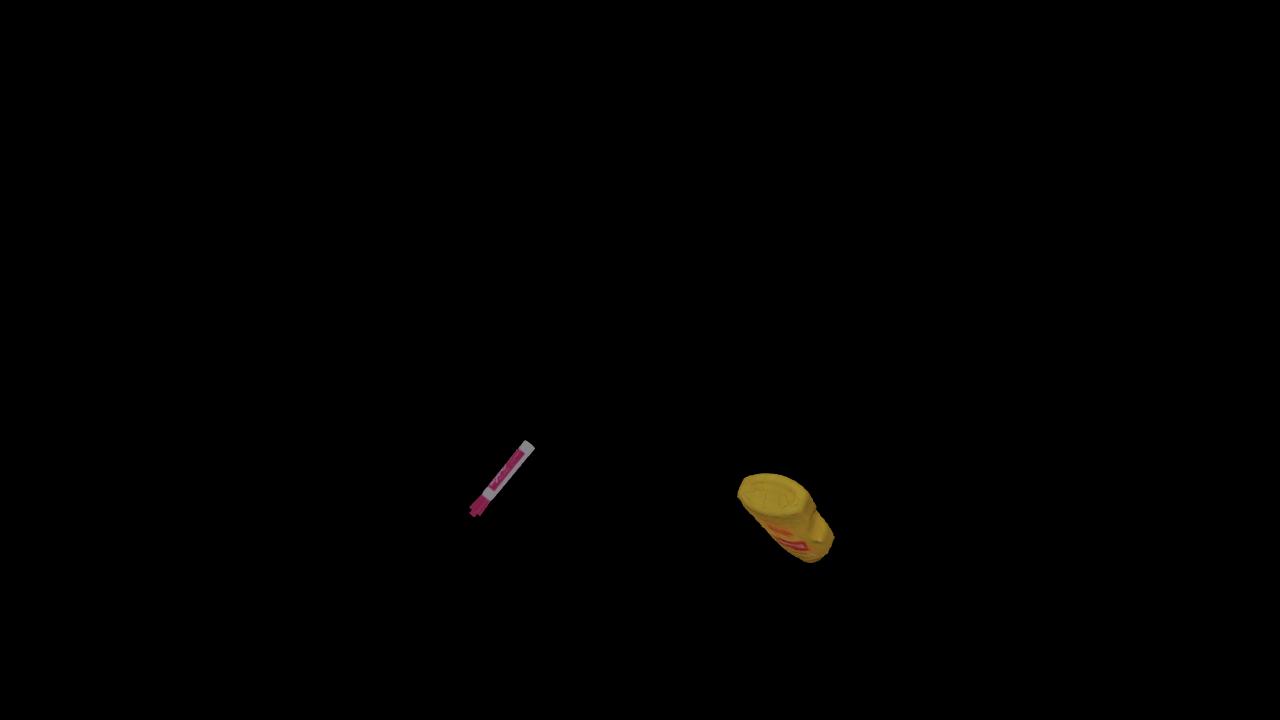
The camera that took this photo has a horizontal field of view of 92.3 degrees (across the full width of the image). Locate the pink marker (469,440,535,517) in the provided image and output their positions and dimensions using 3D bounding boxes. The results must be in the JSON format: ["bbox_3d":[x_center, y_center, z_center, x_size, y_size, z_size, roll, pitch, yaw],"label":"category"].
[{"bbox_3d":[-0.189,0.162,0.838,0.020,0.121,0.020,34,-19,13],"label":"pink marker"}]

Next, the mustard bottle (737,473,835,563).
[{"bbox_3d":[0.198,0.211,0.784,0.092,0.054,0.184,0,-37,37],"label":"mustard bottle"}]
